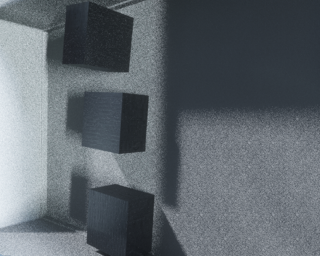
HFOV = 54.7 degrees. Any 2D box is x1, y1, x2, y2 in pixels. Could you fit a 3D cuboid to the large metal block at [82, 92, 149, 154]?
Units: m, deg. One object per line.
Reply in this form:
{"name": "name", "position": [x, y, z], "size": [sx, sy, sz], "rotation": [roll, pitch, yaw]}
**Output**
{"name": "large metal block", "position": [-0.065, -0.010, 0.445], "size": [0.080, 0.050, 0.079], "rotation": [7, 94, 40]}

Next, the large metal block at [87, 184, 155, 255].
{"name": "large metal block", "position": [-0.057, 0.130, 0.437], "size": [0.080, 0.050, 0.079], "rotation": [6, 94, 40]}

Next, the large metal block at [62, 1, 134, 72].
{"name": "large metal block", "position": [-0.087, -0.125, 0.443], "size": [0.050, 0.081, 0.079], "rotation": [10, 96, 39]}
